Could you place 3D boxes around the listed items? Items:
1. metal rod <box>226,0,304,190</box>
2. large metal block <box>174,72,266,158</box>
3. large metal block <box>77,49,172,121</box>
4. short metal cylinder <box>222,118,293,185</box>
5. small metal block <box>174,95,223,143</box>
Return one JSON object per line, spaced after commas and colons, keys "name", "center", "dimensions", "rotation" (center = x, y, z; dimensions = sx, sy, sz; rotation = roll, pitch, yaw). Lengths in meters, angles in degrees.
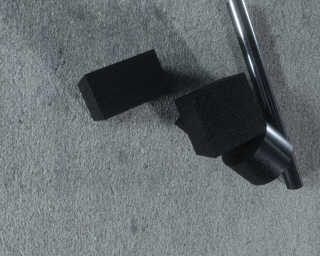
{"name": "metal rod", "center": [0.160, -0.047, 0.468], "dimensions": [0.025, 0.025, 0.299], "rotation": [-23, 98, -19]}
{"name": "large metal block", "center": [0.076, -0.017, 0.398], "dimensions": [0.081, 0.050, 0.080], "rotation": [-26, 99, -19]}
{"name": "large metal block", "center": [-0.045, -0.047, 0.363], "dimensions": [0.081, 0.080, 0.050], "rotation": [-25, 99, -18]}
{"name": "short metal cylinder", "center": [0.133, 0.032, 0.429], "dimensions": [0.050, 0.080, 0.080], "rotation": [36, 78, -17]}
{"name": "small metal block", "center": [0.057, -0.011, 0.430], "dimensions": [0.050, 0.025, 0.050], "rotation": [38, 78, -16]}
